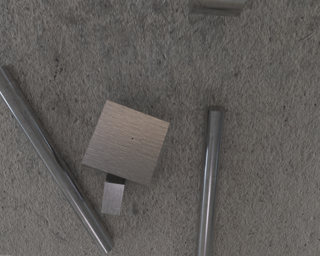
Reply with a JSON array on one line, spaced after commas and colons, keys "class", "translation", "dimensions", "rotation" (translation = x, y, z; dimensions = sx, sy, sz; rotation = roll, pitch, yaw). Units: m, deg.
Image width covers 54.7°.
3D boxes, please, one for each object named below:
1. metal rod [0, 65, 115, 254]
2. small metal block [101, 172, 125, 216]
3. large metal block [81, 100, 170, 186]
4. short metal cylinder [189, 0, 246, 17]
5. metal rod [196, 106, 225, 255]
[{"class": "metal rod", "translation": [-0.141, 0.056, 0.428], "dimensions": [0.025, 0.025, 0.299], "rotation": [-23, 109, 8]}, {"class": "small metal block", "translation": [-0.061, 0.082, 0.424], "dimensions": [0.025, 0.050, 0.050], "rotation": [9, 114, -3]}, {"class": "large metal block", "translation": [-0.043, 0.021, 0.385], "dimensions": [0.080, 0.050, 0.080], "rotation": [20, 76, -8]}, {"class": "short metal cylinder", "translation": [0.061, -0.160, 0.322], "dimensions": [0.050, 0.080, 0.079], "rotation": [4, 110, -2]}, {"class": "metal rod", "translation": [0.070, 0.114, 0.452], "dimensions": [0.025, 0.025, 0.298], "rotation": [1, 110, -1]}]
